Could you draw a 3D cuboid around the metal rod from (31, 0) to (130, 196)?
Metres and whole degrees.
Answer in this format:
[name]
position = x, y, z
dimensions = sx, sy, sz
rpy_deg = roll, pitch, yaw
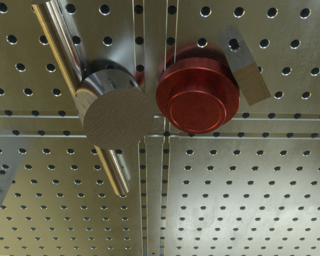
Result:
[metal rod]
position = -0.087, -0.014, 0.398
dimensions = 0.025, 0.025, 0.298
rpy_deg = -8, 130, 6

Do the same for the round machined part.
[round machined part]
position = 0.043, -0.030, 0.364
dimensions = 0.099, 0.042, 0.097
rpy_deg = 7, 137, 7

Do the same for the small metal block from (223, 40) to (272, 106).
[small metal block]
position = 0.097, -0.061, 0.345
dimensions = 0.025, 0.050, 0.050
rpy_deg = -26, 126, 19

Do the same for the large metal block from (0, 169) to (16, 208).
[large metal block]
position = -0.270, 0.113, 0.468
dimensions = 0.050, 0.080, 0.080
rpy_deg = 27, 125, -22

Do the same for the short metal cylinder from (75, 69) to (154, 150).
[short metal cylinder]
position = -0.053, -0.021, 0.359
dimensions = 0.081, 0.050, 0.079
rpy_deg = -14, 128, -18
